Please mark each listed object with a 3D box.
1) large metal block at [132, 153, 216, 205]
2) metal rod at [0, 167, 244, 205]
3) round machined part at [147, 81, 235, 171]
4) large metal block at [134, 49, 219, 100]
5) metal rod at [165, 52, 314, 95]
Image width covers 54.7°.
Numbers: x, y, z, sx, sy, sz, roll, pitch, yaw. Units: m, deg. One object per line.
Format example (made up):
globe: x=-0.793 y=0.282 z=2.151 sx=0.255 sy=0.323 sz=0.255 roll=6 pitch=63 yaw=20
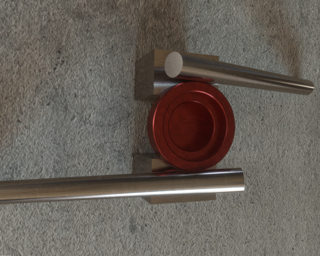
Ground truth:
large metal block: x=0.015 y=0.059 z=0.387 sx=0.081 sy=0.080 sz=0.050 roll=1 pitch=90 yaw=-20
metal rod: x=-0.066 y=0.063 z=0.328 sx=0.302 sy=0.025 sz=0.025 roll=-4 pitch=92 yaw=2
round machined part: x=0.032 y=-0.002 z=0.351 sx=0.099 sy=0.042 sz=0.097 roll=0 pitch=90 yaw=-21
large metal block: x=0.017 y=-0.061 z=0.388 sx=0.081 sy=0.080 sz=0.050 roll=1 pitch=90 yaw=-20
metal rod: x=0.125 y=-0.063 z=0.401 sx=0.302 sy=0.025 sz=0.025 roll=-1 pitch=91 yaw=-42
